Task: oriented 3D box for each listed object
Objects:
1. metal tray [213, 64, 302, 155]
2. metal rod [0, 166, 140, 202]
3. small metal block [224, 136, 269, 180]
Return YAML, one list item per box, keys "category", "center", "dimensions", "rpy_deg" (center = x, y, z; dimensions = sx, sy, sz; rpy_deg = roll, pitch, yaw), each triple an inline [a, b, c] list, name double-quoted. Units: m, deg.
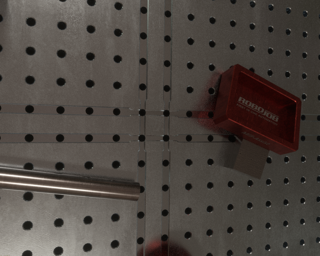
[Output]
- category: "metal tray"
  center: [0.146, -0.025, 0.452]
  dimensions: [0.131, 0.030, 0.090]
  rpy_deg: [23, 65, -19]
- category: "metal rod"
  center: [-0.169, 0.057, 0.350]
  dimensions: [0.302, 0.025, 0.025]
  rpy_deg: [10, 87, -20]
- category: "small metal block"
  center: [0.130, 0.044, 0.462]
  dimensions: [0.050, 0.025, 0.050]
  rpy_deg: [23, 82, -19]
